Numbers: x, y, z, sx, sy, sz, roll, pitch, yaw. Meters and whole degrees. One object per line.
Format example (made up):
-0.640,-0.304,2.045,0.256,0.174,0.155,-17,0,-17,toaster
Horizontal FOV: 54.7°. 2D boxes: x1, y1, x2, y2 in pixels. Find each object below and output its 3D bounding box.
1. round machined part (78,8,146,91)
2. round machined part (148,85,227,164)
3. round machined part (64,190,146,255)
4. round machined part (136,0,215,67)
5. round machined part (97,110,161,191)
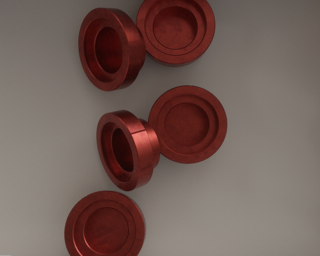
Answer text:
-0.056,-0.097,0.385,0.042,0.098,0.097,-19,91,-44,round machined part
0.034,-0.005,0.403,0.099,0.042,0.097,0,90,-1,round machined part
-0.067,0.130,0.396,0.099,0.042,0.098,0,78,2,round machined part
0.019,-0.128,0.403,0.099,0.042,0.097,0,90,-1,round machined part
-0.036,0.025,0.384,0.042,0.098,0.097,-16,90,-36,round machined part
